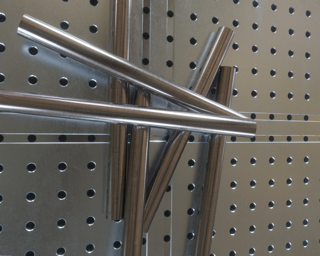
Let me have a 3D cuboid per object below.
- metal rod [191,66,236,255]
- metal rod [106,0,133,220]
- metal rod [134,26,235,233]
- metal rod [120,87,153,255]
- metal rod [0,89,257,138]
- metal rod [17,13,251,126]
[{"bbox_3d":[0.075,0.061,0.439,0.025,0.025,0.299,10,87,-20],"label":"metal rod"},{"bbox_3d":[-0.051,-0.036,0.393,0.025,0.025,0.298,2,89,-20],"label":"metal rod"},{"bbox_3d":[0.034,-0.004,0.424,0.025,0.025,0.299,27,81,-18],"label":"metal rod"},{"bbox_3d":[-0.031,0.092,0.383,0.025,0.025,0.299,7,81,-20],"label":"metal rod"},{"bbox_3d":[-0.029,-0.015,0.371,0.302,0.025,0.025,6,88,-11],"label":"metal rod"},{"bbox_3d":[-0.015,-0.057,0.379,0.302,0.025,0.025,22,83,-19],"label":"metal rod"}]
